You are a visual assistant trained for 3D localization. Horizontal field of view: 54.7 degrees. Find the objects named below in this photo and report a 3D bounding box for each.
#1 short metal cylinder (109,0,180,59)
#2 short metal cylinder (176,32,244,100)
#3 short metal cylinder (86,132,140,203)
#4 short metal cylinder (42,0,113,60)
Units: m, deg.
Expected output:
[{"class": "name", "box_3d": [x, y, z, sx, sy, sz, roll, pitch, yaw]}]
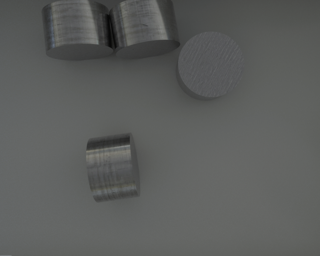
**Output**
[{"class": "short metal cylinder", "box_3d": [-0.019, -0.121, 0.384, 0.080, 0.080, 0.050, -10, 90, 0]}, {"class": "short metal cylinder", "box_3d": [0.062, -0.077, 0.400, 0.081, 0.050, 0.079, 0, 90, -1]}, {"class": "short metal cylinder", "box_3d": [-0.055, 0.048, 0.383, 0.050, 0.080, 0.080, -8, 90, 0]}, {"class": "short metal cylinder", "box_3d": [-0.101, -0.118, 0.383, 0.081, 0.080, 0.050, -6, 90, -1]}]
